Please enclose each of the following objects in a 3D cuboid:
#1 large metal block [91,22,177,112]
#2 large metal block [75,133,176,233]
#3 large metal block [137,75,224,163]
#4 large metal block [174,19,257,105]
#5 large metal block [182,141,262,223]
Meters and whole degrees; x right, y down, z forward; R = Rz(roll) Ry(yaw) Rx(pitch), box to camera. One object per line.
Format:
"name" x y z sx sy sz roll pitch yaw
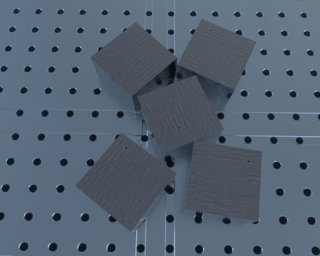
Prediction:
"large metal block" -0.034 -0.084 0.429 0.080 0.050 0.080 -42 75 -13
"large metal block" -0.038 0.067 0.372 0.080 0.050 0.080 36 74 12
"large metal block" 0.024 -0.010 0.402 0.080 0.050 0.080 -21 72 -8
"large metal block" 0.075 -0.091 0.431 0.080 0.050 0.080 25 72 6
"large metal block" 0.073 0.067 0.374 0.080 0.050 0.080 9 70 2
